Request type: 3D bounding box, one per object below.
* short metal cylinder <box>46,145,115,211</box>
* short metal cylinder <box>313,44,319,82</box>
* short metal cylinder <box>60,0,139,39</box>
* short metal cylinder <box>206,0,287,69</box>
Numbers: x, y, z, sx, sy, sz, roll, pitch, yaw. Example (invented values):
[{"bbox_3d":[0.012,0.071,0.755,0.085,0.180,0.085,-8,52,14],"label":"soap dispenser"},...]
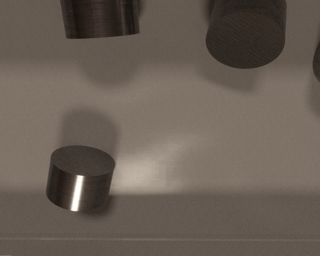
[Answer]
[{"bbox_3d":[-0.103,0.063,0.404,0.081,0.080,0.050,13,110,-5],"label":"short metal cylinder"},{"bbox_3d":[0.236,-0.079,0.372,0.081,0.050,0.079,0,110,-1],"label":"short metal cylinder"},{"bbox_3d":[-0.064,-0.126,0.335,0.081,0.080,0.050,-3,110,1],"label":"short metal cylinder"},{"bbox_3d":[0.094,-0.110,0.337,0.080,0.050,0.080,11,152,6],"label":"short metal cylinder"}]
